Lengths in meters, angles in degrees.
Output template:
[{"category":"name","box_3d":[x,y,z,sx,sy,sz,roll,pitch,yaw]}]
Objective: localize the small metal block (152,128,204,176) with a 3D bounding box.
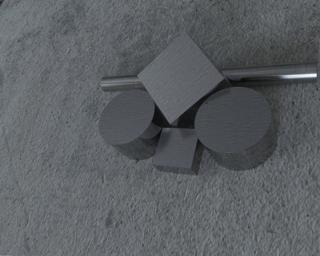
[{"category":"small metal block","box_3d":[0.024,0.028,0.376,0.050,0.025,0.050,2,63,29]}]

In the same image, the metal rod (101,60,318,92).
[{"category":"metal rod","box_3d":[0.046,-0.067,0.422,0.300,0.025,0.025,1,62,28]}]

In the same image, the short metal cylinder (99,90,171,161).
[{"category":"short metal cylinder","box_3d":[-0.033,-0.004,0.408,0.080,0.050,0.080,-13,56,21]}]

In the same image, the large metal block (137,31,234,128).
[{"category":"large metal block","box_3d":[0.032,-0.057,0.384,0.080,0.050,0.080,-41,66,17]}]

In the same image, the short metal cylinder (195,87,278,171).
[{"category":"short metal cylinder","box_3d":[0.085,0.001,0.344,0.080,0.050,0.080,-13,56,21]}]
